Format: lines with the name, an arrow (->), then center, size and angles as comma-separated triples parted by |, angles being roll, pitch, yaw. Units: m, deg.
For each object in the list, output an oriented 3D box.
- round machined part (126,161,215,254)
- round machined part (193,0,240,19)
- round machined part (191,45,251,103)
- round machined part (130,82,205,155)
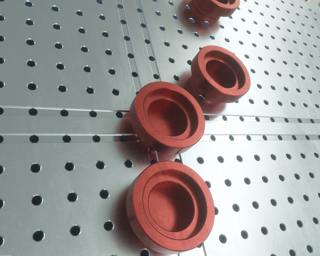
round machined part -> 0.008, 0.089, 0.347 | 0.099, 0.042, 0.098 | 13, 56, -21
round machined part -> 0.103, -0.253, 0.606 | 0.099, 0.042, 0.098 | 13, 56, -21
round machined part -> 0.092, -0.081, 0.495 | 0.099, 0.042, 0.098 | 13, 56, -21
round machined part -> 0.006, -0.009, 0.406 | 0.099, 0.042, 0.098 | 13, 56, -21
